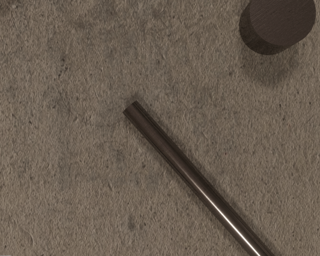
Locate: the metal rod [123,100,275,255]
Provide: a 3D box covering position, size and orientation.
[{"bbox_3d":[0.060,0.084,0.410,0.025,0.025,0.300,-42,91,0],"label":"metal rod"}]

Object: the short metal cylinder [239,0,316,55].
[{"bbox_3d":[0.149,-0.140,0.399,0.081,0.050,0.079,0,90,-1],"label":"short metal cylinder"}]
